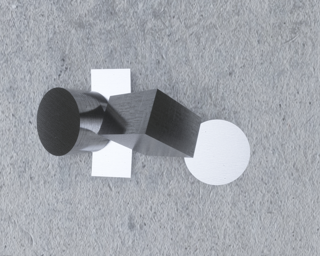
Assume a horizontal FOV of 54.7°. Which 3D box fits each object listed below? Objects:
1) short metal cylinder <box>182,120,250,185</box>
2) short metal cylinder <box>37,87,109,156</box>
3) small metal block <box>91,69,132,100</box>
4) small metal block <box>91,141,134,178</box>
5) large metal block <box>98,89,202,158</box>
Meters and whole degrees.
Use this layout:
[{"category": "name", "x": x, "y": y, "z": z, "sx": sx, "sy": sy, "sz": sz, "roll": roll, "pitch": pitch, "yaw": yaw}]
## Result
[{"category": "short metal cylinder", "x": 0.069, "y": 0.029, "z": 0.400, "sx": 0.081, "sy": 0.050, "sz": 0.079, "roll": 0, "pitch": 90, "yaw": -1}, {"category": "short metal cylinder", "x": -0.105, "y": -0.008, "z": 0.379, "sx": 0.080, "sy": 0.050, "sz": 0.079, "roll": 1, "pitch": 91, "yaw": 35}, {"category": "small metal block", "x": -0.063, "y": -0.051, "z": 0.410, "sx": 0.050, "sy": 0.025, "sz": 0.050, "roll": -1, "pitch": 90, "yaw": -1}, {"category": "small metal block", "x": -0.062, "y": 0.038, "z": 0.410, "sx": 0.050, "sy": 0.025, "sz": 0.050, "roll": 3, "pitch": 90, "yaw": -1}, {"category": "large metal block", "x": -0.011, "y": -0.002, "z": 0.365, "sx": 0.080, "sy": 0.080, "sz": 0.050, "roll": 29, "pitch": 68, "yaw": -42}]
